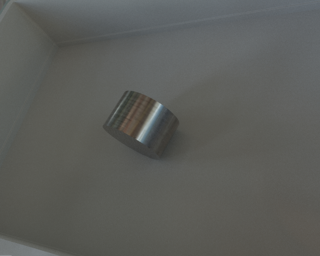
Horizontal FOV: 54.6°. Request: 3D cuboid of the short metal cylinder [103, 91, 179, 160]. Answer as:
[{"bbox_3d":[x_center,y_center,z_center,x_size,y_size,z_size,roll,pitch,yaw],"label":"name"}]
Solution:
[{"bbox_3d":[-0.023,-0.002,0.385,0.080,0.080,0.050,20,72,35],"label":"short metal cylinder"}]
